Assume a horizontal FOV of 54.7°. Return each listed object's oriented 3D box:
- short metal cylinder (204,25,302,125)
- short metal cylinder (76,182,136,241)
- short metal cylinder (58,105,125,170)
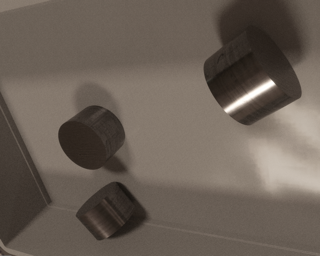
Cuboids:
[{"bbox_3d":[0.088,-0.049,0.296,0.080,0.080,0.050,49,128,-7],"label":"short metal cylinder"},{"bbox_3d":[-0.087,0.132,0.499,0.080,0.080,0.050,-31,101,37],"label":"short metal cylinder"},{"bbox_3d":[-0.099,0.014,0.451,0.080,0.050,0.079,13,124,20],"label":"short metal cylinder"}]
